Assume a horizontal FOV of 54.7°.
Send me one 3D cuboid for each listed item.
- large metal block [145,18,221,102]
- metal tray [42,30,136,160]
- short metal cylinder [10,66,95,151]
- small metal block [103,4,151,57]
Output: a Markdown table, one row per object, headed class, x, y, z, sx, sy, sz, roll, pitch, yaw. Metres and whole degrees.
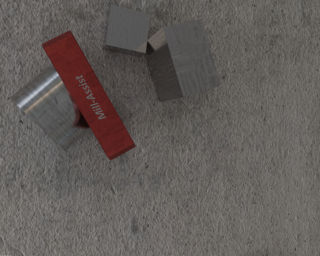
| class | x | y | z | sx | sy | sz | roll | pitch | yaw |
| --- | --- | --- | --- | --- | --- | --- | --- | --- | --- |
| large metal block | 0.023 | -0.080 | 0.388 | 0.050 | 0.080 | 0.080 | -19 | 97 | -19 |
| metal tray | -0.075 | -0.034 | 0.343 | 0.030 | 0.090 | 0.130 | -30 | 101 | -6 |
| short metal cylinder | -0.113 | -0.020 | 0.338 | 0.050 | 0.080 | 0.080 | -46 | 104 | -14 |
| small metal block | -0.043 | -0.122 | 0.393 | 0.050 | 0.025 | 0.050 | 8 | 87 | -20 |
